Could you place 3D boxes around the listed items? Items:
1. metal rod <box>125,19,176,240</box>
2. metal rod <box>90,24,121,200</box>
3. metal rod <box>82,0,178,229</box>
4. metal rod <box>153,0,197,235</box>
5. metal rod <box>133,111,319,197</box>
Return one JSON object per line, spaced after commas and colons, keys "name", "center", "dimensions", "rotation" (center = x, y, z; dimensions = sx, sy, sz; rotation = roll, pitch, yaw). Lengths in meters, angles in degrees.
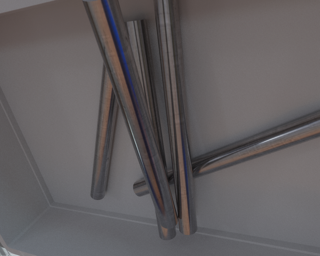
{"name": "metal rod", "center": [-0.009, 0.017, 0.401], "dimensions": [0.025, 0.025, 0.298], "rotation": [3, 113, 27]}
{"name": "metal rod", "center": [-0.079, -0.002, 0.448], "dimensions": [0.025, 0.025, 0.298], "rotation": [24, 127, 13]}
{"name": "metal rod", "center": [-0.016, 0.014, 0.319], "dimensions": [0.025, 0.025, 0.298], "rotation": [8, 135, 24]}
{"name": "metal rod", "center": [0.022, 0.001, 0.375], "dimensions": [0.025, 0.025, 0.298], "rotation": [4, 113, 26]}
{"name": "metal rod", "center": [0.074, 0.041, 0.394], "dimensions": [0.299, 0.025, 0.025], "rotation": [-27, 104, 37]}
